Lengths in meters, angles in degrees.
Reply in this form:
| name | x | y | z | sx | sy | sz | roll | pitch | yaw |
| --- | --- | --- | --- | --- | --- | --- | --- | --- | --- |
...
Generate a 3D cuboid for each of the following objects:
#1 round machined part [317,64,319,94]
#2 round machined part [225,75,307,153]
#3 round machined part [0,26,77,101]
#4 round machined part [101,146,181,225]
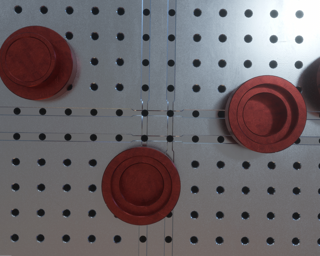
| name | x | y | z | sx | sy | sz | roll | pitch | yaw |
| --- | --- | --- | --- | --- | --- | --- | --- | --- | --- |
| round machined part | 0.254 | -0.063 | 0.406 | 0.099 | 0.042 | 0.097 | 0 | 90 | 0 |
| round machined part | 0.134 | -0.017 | 0.406 | 0.099 | 0.042 | 0.097 | 0 | 90 | 0 |
| round machined part | -0.163 | -0.085 | 0.404 | 0.099 | 0.042 | 0.097 | 0 | 90 | 0 |
| round machined part | -0.024 | 0.072 | 0.405 | 0.099 | 0.042 | 0.097 | 0 | 90 | 0 |
